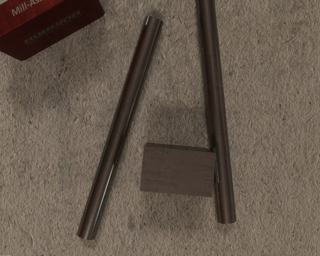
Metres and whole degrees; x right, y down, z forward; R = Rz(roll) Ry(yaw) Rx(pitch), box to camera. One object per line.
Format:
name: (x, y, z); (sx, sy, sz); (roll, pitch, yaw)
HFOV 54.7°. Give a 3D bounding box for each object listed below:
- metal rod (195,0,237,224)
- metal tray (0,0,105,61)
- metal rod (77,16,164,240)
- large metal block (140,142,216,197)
metal rod: (0.074, -0.025, 0.410); (0.025, 0.025, 0.298); (-6, 90, -1)
metal tray: (-0.137, -0.134, 0.375); (0.130, 0.090, 0.030); (-30, 90, 0)
metal rod: (-0.052, 0.000, 0.409); (0.025, 0.025, 0.298); (18, 90, -1)
large metal block: (0.020, 0.048, 0.383); (0.081, 0.080, 0.050); (5, 90, -1)
